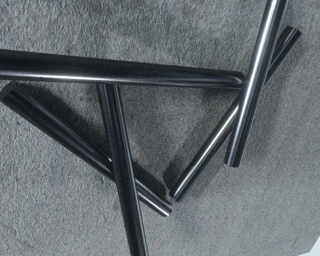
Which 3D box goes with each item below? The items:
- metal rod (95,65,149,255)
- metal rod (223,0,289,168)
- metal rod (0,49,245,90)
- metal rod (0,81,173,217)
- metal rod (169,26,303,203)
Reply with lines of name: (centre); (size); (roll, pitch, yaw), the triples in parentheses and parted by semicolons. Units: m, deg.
metal rod: (-0.044, 0.067, 0.392); (0.025, 0.025, 0.298); (-16, 115, -20)
metal rod: (0.132, -0.086, 0.406); (0.025, 0.025, 0.298); (-1, 112, -29)
metal rod: (-0.014, -0.058, 0.338); (0.303, 0.025, 0.025); (-3, 120, -36)
metal rod: (-0.070, 0.046, 0.398); (0.025, 0.025, 0.300); (-43, 130, 1)
metal rod: (0.106, -0.012, 0.458); (0.025, 0.025, 0.299); (24, 105, -37)
